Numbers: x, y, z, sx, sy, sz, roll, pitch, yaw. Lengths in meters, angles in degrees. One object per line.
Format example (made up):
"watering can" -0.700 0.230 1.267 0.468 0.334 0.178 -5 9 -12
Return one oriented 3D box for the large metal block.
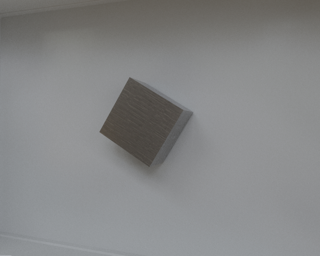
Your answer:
"large metal block" -0.017 -0.008 0.400 0.080 0.050 0.080 33 100 16
